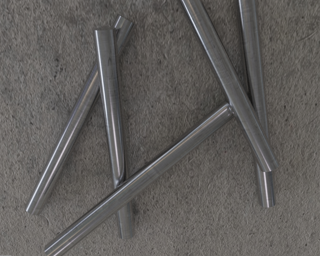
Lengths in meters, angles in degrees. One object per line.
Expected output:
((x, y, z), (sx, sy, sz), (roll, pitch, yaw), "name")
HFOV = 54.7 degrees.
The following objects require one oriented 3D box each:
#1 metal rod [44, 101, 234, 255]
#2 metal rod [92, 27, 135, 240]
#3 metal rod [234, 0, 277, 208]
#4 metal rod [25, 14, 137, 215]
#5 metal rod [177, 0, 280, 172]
((-0.026, 0.069, 0.404), (0.300, 0.025, 0.025), (-39, 106, 1), "metal rod")
((-0.056, 0.025, 0.403), (0.025, 0.025, 0.298), (-2, 116, 1), "metal rod")
((0.125, -0.029, 0.400), (0.025, 0.025, 0.298), (-11, 110, 4), "metal rod")
((-0.111, -0.005, 0.406), (0.025, 0.025, 0.298), (28, 108, -10), "metal rod")
((0.071, -0.078, 0.366), (0.025, 0.025, 0.299), (-27, 103, 9), "metal rod")
